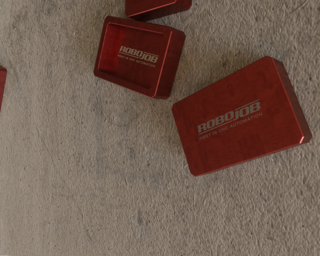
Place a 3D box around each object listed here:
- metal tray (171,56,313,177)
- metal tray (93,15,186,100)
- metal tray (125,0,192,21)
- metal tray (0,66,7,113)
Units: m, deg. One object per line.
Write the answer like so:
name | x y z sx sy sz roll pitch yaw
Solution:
metal tray | 0.080 -0.007 0.335 0.130 0.030 0.090 -26 74 37
metal tray | -0.034 -0.100 0.429 0.130 0.030 0.089 25 105 37
metal tray | -0.003 -0.214 0.404 0.090 0.030 0.129 1 91 40
metal tray | -0.409 -0.090 0.739 0.090 0.030 0.129 27 107 36
